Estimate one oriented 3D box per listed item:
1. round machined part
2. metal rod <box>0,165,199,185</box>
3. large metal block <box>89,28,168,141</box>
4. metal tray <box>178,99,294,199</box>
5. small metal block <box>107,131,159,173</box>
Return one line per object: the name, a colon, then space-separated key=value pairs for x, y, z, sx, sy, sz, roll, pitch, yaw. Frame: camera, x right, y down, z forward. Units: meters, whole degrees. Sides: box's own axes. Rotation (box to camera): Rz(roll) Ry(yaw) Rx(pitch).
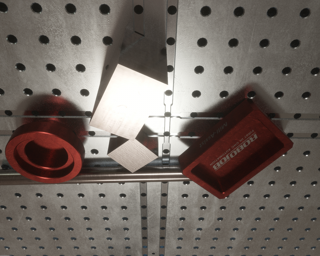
round machined part: x=-0.152 y=0.028 z=0.422 sx=0.099 sy=0.042 sz=0.097 roll=-1 pitch=130 yaw=0
metal rod: x=-0.093 y=0.071 z=0.471 sx=0.302 sy=0.025 sz=0.025 roll=-1 pitch=130 yaw=0
large metal block: x=-0.033 y=-0.047 z=0.335 sx=0.050 sy=0.080 sz=0.079 roll=21 pitch=127 yaw=-17
metal tray: x=0.101 y=0.033 z=0.423 sx=0.090 sy=0.030 sz=0.130 roll=37 pitch=111 yaw=-28
small metal block: x=-0.038 y=0.031 z=0.437 sx=0.050 sy=0.025 sz=0.050 roll=-34 pitch=123 yaw=25
